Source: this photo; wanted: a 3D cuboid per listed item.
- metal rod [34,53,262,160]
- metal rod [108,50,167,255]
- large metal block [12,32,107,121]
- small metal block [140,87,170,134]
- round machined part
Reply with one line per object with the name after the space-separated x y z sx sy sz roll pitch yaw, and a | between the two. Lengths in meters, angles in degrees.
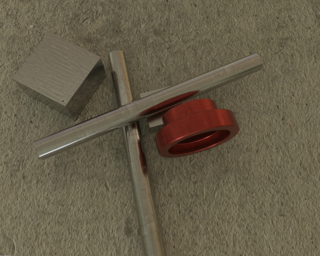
-0.007 -0.031 0.392 0.302 0.025 0.025 -23 72 -10 | metal rod
-0.031 0.033 0.395 0.025 0.025 0.299 -11 70 -5 | metal rod
-0.131 -0.069 0.418 0.080 0.050 0.080 27 72 9 | large metal block
0.004 -0.025 0.417 0.050 0.025 0.050 -15 71 -6 | small metal block
0.041 -0.001 0.371 0.099 0.098 0.042 -14 71 -6 | round machined part
